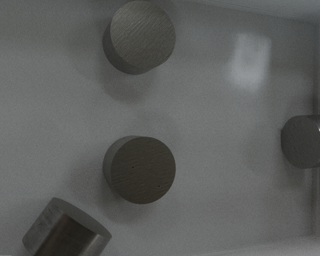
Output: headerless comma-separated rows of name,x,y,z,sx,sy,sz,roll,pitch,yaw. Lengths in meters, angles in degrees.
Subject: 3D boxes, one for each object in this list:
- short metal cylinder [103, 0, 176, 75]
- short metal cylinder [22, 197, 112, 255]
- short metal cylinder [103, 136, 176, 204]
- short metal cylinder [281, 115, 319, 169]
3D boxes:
short metal cylinder,-0.027,-0.110,0.388,0.081,0.050,0.079,0,90,-20
short metal cylinder,-0.101,0.121,0.345,0.080,0.080,0.050,38,78,-17
short metal cylinder,-0.027,0.050,0.388,0.081,0.050,0.079,0,90,-21
short metal cylinder,0.232,0.020,0.469,0.050,0.080,0.079,-3,91,-20
